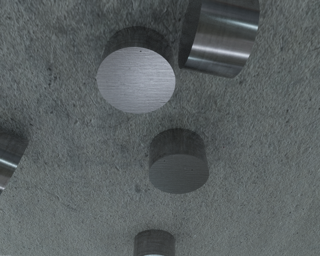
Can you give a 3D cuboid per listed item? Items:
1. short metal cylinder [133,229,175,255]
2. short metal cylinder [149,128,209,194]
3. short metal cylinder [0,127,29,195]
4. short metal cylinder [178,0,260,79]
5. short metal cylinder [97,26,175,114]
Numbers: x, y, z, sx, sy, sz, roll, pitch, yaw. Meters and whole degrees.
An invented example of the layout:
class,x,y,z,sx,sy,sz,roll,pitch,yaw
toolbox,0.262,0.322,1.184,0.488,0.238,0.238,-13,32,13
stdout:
class,x,y,z,sx,sy,sz,roll,pitch,yaw
short metal cylinder,-0.011,0.239,0.594,0.081,0.050,0.079,0,130,0
short metal cylinder,0.025,0.047,0.431,0.081,0.050,0.079,0,130,0
short metal cylinder,-0.215,0.041,0.404,0.050,0.080,0.080,29,124,-23
short metal cylinder,0.052,-0.091,0.294,0.050,0.080,0.079,10,130,-8
short metal cylinder,-0.024,-0.062,0.337,0.081,0.050,0.079,0,130,0
